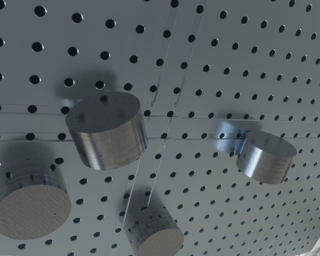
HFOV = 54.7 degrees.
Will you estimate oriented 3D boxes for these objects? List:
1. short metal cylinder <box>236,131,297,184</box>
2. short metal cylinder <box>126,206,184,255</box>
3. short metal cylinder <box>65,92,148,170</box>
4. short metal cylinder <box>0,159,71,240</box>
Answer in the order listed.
[{"bbox_3d":[0.169,0.046,0.496,0.081,0.080,0.050,-1,119,-28],"label":"short metal cylinder"},{"bbox_3d":[-0.009,0.173,0.498,0.081,0.050,0.079,-14,124,-21],"label":"short metal cylinder"},{"bbox_3d":[-0.057,0.001,0.345,0.081,0.080,0.050,-22,127,-16],"label":"short metal cylinder"},{"bbox_3d":[-0.151,0.083,0.364,0.081,0.050,0.079,-14,124,-21],"label":"short metal cylinder"}]
